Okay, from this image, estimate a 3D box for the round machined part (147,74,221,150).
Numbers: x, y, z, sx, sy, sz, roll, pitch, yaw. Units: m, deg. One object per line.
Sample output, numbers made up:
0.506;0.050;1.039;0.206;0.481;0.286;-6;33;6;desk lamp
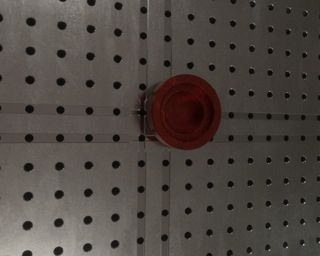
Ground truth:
0.029;-0.020;0.415;0.099;0.042;0.097;0;90;-21;round machined part
